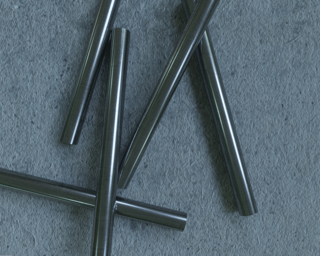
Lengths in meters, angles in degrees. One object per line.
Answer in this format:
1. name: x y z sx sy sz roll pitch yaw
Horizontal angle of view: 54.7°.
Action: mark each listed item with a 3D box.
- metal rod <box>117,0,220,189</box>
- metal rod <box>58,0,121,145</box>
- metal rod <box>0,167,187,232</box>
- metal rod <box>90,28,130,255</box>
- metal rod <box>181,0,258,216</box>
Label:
1. metal rod: 0.011 -0.058 0.393 0.025 0.025 0.299 26 96 0
2. metal rod: -0.078 -0.124 0.409 0.025 0.025 0.298 17 90 0
3. metal rod: -0.114 0.089 0.408 0.302 0.025 0.025 14 90 0
4. metal rod: -0.062 0.021 0.392 0.025 0.025 0.298 4 83 0
5. metal rod: 0.078 -0.032 0.410 0.025 0.025 0.298 -15 90 0
